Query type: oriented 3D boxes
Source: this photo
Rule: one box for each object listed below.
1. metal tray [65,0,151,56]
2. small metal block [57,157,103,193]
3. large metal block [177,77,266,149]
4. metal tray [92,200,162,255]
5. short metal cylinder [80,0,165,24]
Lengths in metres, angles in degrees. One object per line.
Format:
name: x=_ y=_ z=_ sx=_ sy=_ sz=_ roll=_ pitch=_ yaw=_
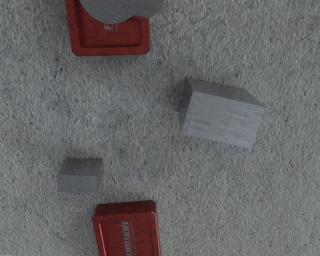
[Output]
metal tray: x=-0.059 y=-0.150 z=0.351 sx=0.091 sy=0.030 sz=0.129 roll=-2 pitch=110 yaw=0
small metal block: x=-0.106 y=0.063 z=0.419 sx=0.050 sy=0.050 sz=0.025 roll=3 pitch=110 yaw=-1
large metal block: x=0.068 y=-0.022 z=0.373 sx=0.080 sy=0.080 sz=0.050 roll=12 pitch=110 yaw=-5
metal tray: x=-0.046 y=0.176 z=0.471 sx=0.091 sy=0.030 sz=0.129 roll=-5 pitch=110 yaw=1
short metal cylinder: x=-0.038 y=-0.148 z=0.313 sx=0.080 sy=0.050 sz=0.079 roll=9 pitch=113 yaw=22
